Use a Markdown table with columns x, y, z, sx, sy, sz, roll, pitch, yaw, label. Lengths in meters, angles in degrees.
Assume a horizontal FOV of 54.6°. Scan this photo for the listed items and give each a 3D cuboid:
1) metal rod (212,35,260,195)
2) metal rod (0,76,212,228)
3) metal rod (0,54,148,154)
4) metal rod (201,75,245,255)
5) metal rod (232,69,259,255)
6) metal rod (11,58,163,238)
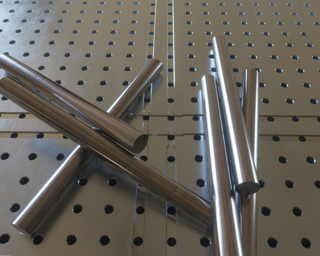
| x | y | z | sx | sy | sz | roll | pitch | yaw | label |
| --- | --- | --- | --- | --- | --- | --- | --- | --- | --- |
| 0.096 | -0.043 | 0.426 | 0.025 | 0.025 | 0.300 | 2 | 45 | 1 | metal rod |
| -0.070 | 0.021 | 0.360 | 0.300 | 0.025 | 0.025 | 31 | 56 | 12 | metal rod |
| -0.136 | -0.045 | 0.422 | 0.300 | 0.025 | 0.025 | 29 | 56 | 30 | metal rod |
| 0.067 | 0.033 | 0.359 | 0.025 | 0.025 | 0.300 | 2 | 44 | 2 | metal rod |
| 0.108 | 0.031 | 0.382 | 0.025 | 0.025 | 0.300 | 9 | 51 | 8 | metal rod |
| -0.074 | 0.003 | 0.405 | 0.025 | 0.025 | 0.301 | 21 | 53 | 17 | metal rod |
